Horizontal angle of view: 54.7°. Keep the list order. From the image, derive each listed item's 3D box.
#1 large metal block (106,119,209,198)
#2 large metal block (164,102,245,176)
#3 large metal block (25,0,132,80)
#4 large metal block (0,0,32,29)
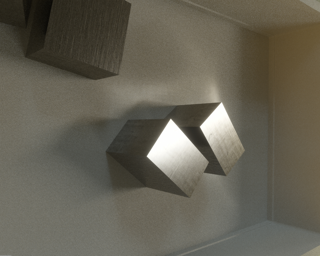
[{"bbox_3d":[-0.003,0.034,0.370,0.080,0.080,0.050,47,62,-30],"label":"large metal block"},{"bbox_3d":[0.055,0.014,0.419,0.050,0.080,0.080,-46,118,-30],"label":"large metal block"},{"bbox_3d":[-0.083,-0.102,0.322,0.081,0.050,0.080,14,81,-40],"label":"large metal block"},{"bbox_3d":[-0.131,-0.139,0.253,0.050,0.080,0.080,11,84,-20],"label":"large metal block"}]
